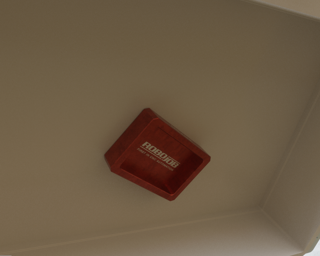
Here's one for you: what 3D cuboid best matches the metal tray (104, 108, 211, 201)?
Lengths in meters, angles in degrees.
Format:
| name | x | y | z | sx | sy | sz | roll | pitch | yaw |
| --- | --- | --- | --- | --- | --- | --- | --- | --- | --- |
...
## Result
| name | x | y | z | sx | sy | sz | roll | pitch | yaw |
| --- | --- | --- | --- | --- | --- | --- | --- | --- | --- |
| metal tray | 0.001 | 0.042 | 0.430 | 0.090 | 0.030 | 0.130 | -49 | 129 | 6 |
